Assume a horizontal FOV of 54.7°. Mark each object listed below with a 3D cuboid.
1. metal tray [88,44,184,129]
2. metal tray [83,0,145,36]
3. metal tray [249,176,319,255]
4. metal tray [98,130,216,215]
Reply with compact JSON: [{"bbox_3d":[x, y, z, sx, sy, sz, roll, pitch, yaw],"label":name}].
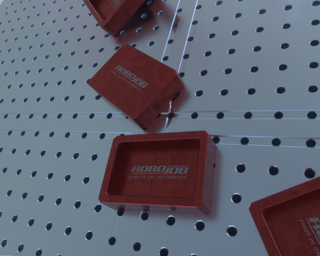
[{"bbox_3d":[-0.039,-0.067,0.465,0.090,0.030,0.130,-48,52,-6],"label":"metal tray"},{"bbox_3d":[-0.090,-0.243,0.585,0.090,0.030,0.130,-45,50,15],"label":"metal tray"},{"bbox_3d":[0.144,0.111,0.260,0.090,0.030,0.130,-25,53,12],"label":"metal tray"},{"bbox_3d":[-0.003,0.052,0.373,0.130,0.030,0.090,-4,60,25],"label":"metal tray"}]
